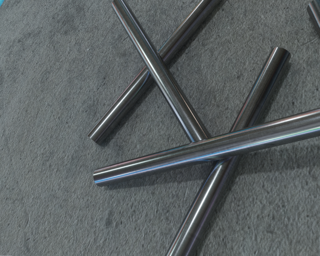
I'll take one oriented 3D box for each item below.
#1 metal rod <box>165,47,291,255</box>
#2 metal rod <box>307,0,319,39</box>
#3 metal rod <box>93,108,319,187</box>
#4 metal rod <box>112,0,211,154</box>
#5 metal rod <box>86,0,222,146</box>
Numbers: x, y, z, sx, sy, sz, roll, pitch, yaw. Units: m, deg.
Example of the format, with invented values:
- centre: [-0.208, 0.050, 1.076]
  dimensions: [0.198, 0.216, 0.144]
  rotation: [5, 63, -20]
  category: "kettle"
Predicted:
- centre: [0.075, 0.034, 0.343]
  dimensions: [0.025, 0.025, 0.300]
  rotation: [20, 72, 35]
  category: "metal rod"
- centre: [0.205, -0.029, 0.313]
  dimensions: [0.025, 0.025, 0.299]
  rotation: [-15, 55, 19]
  category: "metal rod"
- centre: [0.047, 0.025, 0.334]
  dimensions: [0.300, 0.025, 0.025]
  rotation: [-18, 54, 29]
  category: "metal rod"
- centre: [-0.005, -0.086, 0.430]
  dimensions: [0.025, 0.025, 0.299]
  rotation: [-32, 60, 7]
  category: "metal rod"
- centre: [-0.002, -0.098, 0.464]
  dimensions: [0.025, 0.025, 0.300]
  rotation: [32, 79, 38]
  category: "metal rod"
